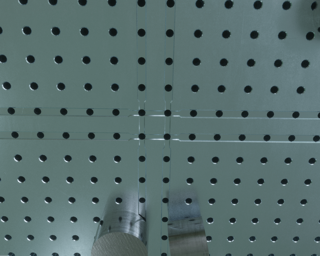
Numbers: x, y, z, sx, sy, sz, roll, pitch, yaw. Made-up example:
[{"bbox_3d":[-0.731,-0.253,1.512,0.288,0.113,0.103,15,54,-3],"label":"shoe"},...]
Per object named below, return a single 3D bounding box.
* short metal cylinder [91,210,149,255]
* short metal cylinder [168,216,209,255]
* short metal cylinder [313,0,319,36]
[{"bbox_3d":[-0.058,0.172,0.463,0.081,0.050,0.079,0,110,-1],"label":"short metal cylinder"},{"bbox_3d":[0.042,0.172,0.448,0.050,0.080,0.079,-9,110,3],"label":"short metal cylinder"},{"bbox_3d":[0.227,-0.134,0.354,0.081,0.050,0.079,0,110,-1],"label":"short metal cylinder"}]
